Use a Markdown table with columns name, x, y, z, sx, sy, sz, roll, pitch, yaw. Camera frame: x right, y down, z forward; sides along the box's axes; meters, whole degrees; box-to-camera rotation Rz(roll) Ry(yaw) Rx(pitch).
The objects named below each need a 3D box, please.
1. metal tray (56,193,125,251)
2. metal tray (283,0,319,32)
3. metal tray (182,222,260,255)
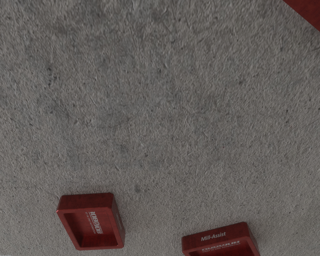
| name | x | y | z | sx | sy | sz | roll | pitch | yaw |
| --- | --- | --- | --- | --- | --- | --- | --- | --- | --- |
| metal tray | -0.117 | 0.168 | 0.545 | 0.091 | 0.030 | 0.129 | -4 | 130 | 3 |
| metal tray | 0.175 | -0.137 | 0.289 | 0.131 | 0.030 | 0.090 | 27 | 125 | -22 |
| metal tray | 0.118 | 0.233 | 0.602 | 0.130 | 0.030 | 0.090 | -20 | 128 | 16 |
